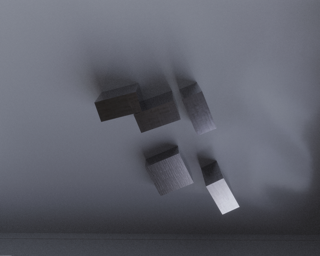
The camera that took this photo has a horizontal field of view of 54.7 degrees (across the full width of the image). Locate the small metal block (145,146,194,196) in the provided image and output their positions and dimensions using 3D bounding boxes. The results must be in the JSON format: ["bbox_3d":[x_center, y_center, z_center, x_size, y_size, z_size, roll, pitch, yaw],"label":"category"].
[{"bbox_3d":[0.013,0.060,0.434,0.050,0.025,0.050,-24,109,8],"label":"small metal block"}]

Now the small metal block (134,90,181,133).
[{"bbox_3d":[-0.003,-0.022,0.390,0.050,0.050,0.025,-19,109,6],"label":"small metal block"}]

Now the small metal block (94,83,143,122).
[{"bbox_3d":[-0.049,-0.033,0.385,0.050,0.050,0.025,-14,110,5],"label":"small metal block"}]

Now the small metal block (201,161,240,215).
[{"bbox_3d":[0.083,0.082,0.429,0.025,0.050,0.050,-28,108,9],"label":"small metal block"}]

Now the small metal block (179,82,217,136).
[{"bbox_3d":[0.047,-0.025,0.389,0.025,0.050,0.050,-22,109,8],"label":"small metal block"}]
